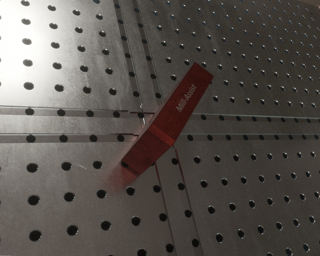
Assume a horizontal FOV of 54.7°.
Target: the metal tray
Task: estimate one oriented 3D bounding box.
[{"bbox_3d":[0.011,-0.013,0.381,0.030,0.090,0.130,37,51,-4],"label":"metal tray"}]
